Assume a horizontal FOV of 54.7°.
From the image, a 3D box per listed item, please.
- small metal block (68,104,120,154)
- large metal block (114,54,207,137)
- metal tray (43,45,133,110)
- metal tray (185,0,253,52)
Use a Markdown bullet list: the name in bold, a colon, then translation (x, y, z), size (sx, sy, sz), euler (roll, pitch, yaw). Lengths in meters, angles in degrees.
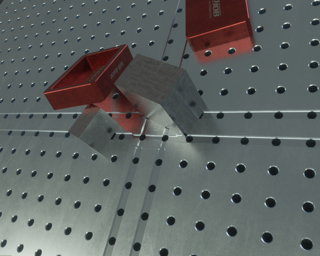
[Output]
- **small metal block**: translation (-0.092, 0.001, 0.438), size (0.025, 0.050, 0.050), euler (24, 75, 36)
- **large metal block**: translation (0.002, -0.041, 0.396), size (0.080, 0.080, 0.050), euler (27, 77, 37)
- **metal tray**: translation (-0.104, -0.080, 0.474), size (0.090, 0.030, 0.130), euler (-7, 34, 24)
- **metal tray**: translation (0.086, -0.184, 0.472), size (0.090, 0.030, 0.130), euler (-11, 57, 22)
